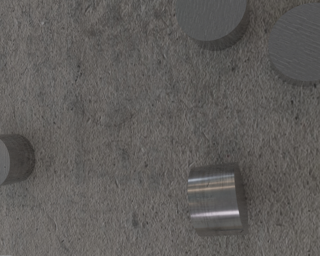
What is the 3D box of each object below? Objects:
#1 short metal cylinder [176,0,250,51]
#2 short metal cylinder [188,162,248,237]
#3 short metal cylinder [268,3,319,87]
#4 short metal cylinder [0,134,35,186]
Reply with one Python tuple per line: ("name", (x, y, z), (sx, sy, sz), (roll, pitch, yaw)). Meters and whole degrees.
("short metal cylinder", (0.065, -0.138, 0.373), (0.080, 0.050, 0.080), (0, 90, 20))
("short metal cylinder", (0.068, 0.082, 0.356), (0.050, 0.080, 0.080), (-10, 87, 20))
("short metal cylinder", (0.161, -0.088, 0.339), (0.080, 0.050, 0.080), (0, 90, 20))
("short metal cylinder", (-0.245, 0.049, 0.482), (0.080, 0.050, 0.080), (0, 90, 20))
